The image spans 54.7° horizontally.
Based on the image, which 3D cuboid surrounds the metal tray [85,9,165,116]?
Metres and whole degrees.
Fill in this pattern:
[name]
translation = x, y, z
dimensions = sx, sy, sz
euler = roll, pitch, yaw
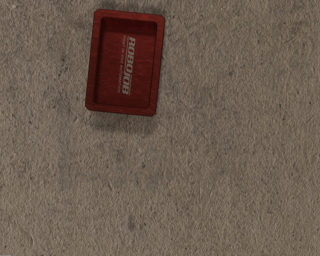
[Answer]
[metal tray]
translation = -0.044, -0.083, 0.406
dimensions = 0.091, 0.030, 0.129
euler = 6, 90, -1
